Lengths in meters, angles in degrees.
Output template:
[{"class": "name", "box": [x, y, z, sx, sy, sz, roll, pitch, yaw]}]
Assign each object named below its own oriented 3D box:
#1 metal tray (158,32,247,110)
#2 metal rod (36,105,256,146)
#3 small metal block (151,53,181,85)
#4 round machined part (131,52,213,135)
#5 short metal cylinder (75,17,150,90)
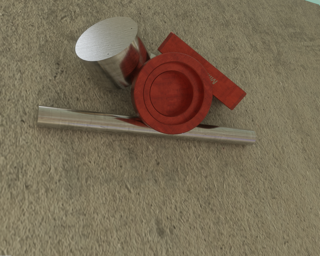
[{"class": "metal tray", "box": [0.061, -0.083, 0.452, 0.130, 0.030, 0.090, 39, 13, -2]}, {"class": "metal rod", "box": [0.001, 0.001, 0.405, 0.302, 0.025, 0.025, 6, 59, -25]}, {"class": "small metal block", "box": [-0.002, -0.069, 0.428, 0.050, 0.050, 0.025, 21, 54, -16]}, {"class": "round machined part", "box": [0.012, -0.043, 0.387, 0.099, 0.042, 0.097, -2, 97, -16]}, {"class": "short metal cylinder", "box": [-0.058, -0.094, 0.390, 0.080, 0.050, 0.080, -10, 52, 13]}]
